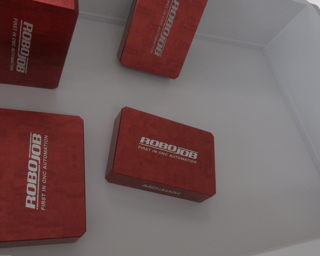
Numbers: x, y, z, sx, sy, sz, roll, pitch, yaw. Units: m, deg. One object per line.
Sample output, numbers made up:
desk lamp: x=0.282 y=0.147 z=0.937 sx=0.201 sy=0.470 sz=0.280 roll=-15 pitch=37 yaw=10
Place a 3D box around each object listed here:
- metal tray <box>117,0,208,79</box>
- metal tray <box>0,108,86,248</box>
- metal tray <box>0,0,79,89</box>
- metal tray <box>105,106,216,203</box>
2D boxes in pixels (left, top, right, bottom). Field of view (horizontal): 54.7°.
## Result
metal tray: x=0.002 y=-0.141 z=0.429 sx=0.091 sy=0.129 sz=0.030 roll=12 pitch=23 yaw=-22
metal tray: x=-0.123 y=0.047 z=0.307 sx=0.091 sy=0.030 sz=0.130 roll=6 pitch=59 yaw=-26
metal tray: x=-0.143 y=-0.093 z=0.318 sx=0.091 sy=0.129 sz=0.030 roll=4 pitch=60 yaw=-26
metal tray: x=0.005 y=0.034 z=0.384 sx=0.131 sy=0.030 sz=0.090 roll=17 pitch=55 yaw=-19
